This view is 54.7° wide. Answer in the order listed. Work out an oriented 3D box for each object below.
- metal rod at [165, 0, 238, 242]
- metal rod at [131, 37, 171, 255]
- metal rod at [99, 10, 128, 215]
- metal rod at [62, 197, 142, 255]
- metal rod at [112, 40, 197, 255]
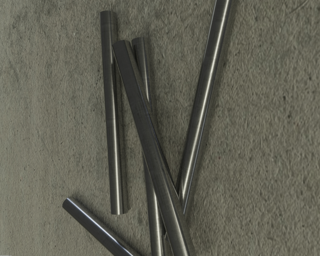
[{"bbox_3d":[0.047,-0.005,0.366,0.025,0.025,0.298,18,102,38],"label":"metal rod"},{"bbox_3d":[-0.012,0.027,0.414,0.025,0.025,0.298,-10,84,39],"label":"metal rod"},{"bbox_3d":[-0.069,-0.025,0.462,0.025,0.025,0.298,-7,86,40],"label":"metal rod"},{"bbox_3d":[-0.049,0.182,0.445,0.300,0.025,0.025,26,106,37],"label":"metal rod"},{"bbox_3d":[-0.008,0.028,0.377,0.025,0.025,0.299,-28,73,36],"label":"metal rod"}]
